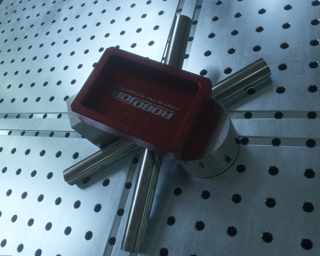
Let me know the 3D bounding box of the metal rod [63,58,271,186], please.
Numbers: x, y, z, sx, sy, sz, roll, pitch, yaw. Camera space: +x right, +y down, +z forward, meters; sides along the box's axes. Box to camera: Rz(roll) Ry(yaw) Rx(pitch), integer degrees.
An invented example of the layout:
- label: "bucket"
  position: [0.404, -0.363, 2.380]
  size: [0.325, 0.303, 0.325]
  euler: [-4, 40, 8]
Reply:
- label: "metal rod"
  position: [0.003, -0.004, 0.408]
  size: [0.301, 0.025, 0.025]
  euler: [-29, 52, 9]

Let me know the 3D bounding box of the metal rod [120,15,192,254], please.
- label: "metal rod"
  position: [0.000, -0.005, 0.381]
  size: [0.025, 0.025, 0.299]
  euler: [4, 73, 29]

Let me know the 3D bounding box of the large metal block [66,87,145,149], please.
- label: "large metal block"
  position: [-0.065, -0.020, 0.417]
  size: [0.080, 0.080, 0.050]
  euler: [-30, 52, 9]

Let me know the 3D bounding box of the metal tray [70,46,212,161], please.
- label: "metal tray"
  position: [-0.019, -0.030, 0.342]
  size: [0.130, 0.030, 0.090]
  euler: [22, 72, 16]

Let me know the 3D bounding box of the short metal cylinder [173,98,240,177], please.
- label: "short metal cylinder"
  position: [0.047, 0.011, 0.359]
  size: [0.080, 0.050, 0.080]
  euler: [-13, 56, 20]
